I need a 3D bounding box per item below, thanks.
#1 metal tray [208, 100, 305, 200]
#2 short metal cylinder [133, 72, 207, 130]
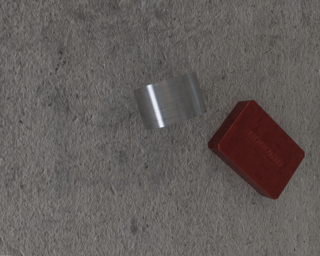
[{"bbox_3d":[0.146,0.032,0.461,0.130,0.030,0.090,41,77,-16],"label":"metal tray"},{"bbox_3d":[0.012,-0.034,0.385,0.081,0.080,0.050,-19,97,-19],"label":"short metal cylinder"}]
